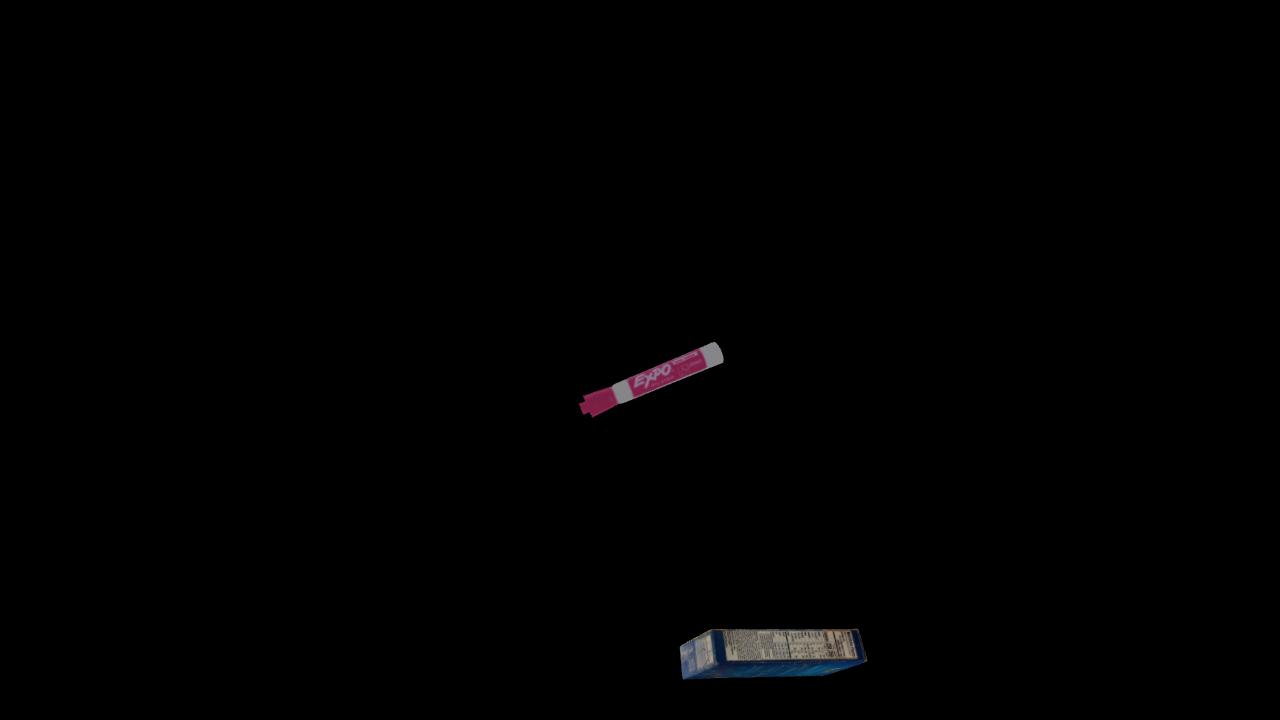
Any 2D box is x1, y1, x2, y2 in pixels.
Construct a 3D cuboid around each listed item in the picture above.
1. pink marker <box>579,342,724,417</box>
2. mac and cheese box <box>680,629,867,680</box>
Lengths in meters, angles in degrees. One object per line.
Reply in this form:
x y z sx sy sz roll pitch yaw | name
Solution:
0.009 0.016 0.492 0.121 0.020 0.020 -22 3 -8 | pink marker
0.147 0.330 0.691 0.184 0.041 0.093 8 -38 -18 | mac and cheese box
